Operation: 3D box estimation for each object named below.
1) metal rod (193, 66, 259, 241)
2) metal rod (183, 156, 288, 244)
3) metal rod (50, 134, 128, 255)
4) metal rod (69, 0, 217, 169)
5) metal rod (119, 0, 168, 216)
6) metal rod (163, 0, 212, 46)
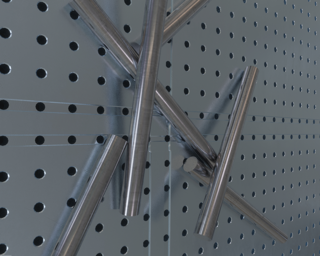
[{"bbox_3d":[0.108,0.020,0.470,0.025,0.025,0.300,44,55,-31],"label":"metal rod"},{"bbox_3d":[0.141,0.133,0.525,0.301,0.025,0.025,40,66,-33],"label":"metal rod"},{"bbox_3d":[-0.106,0.144,0.320,0.025,0.025,0.300,36,68,-34],"label":"metal rod"},{"bbox_3d":[-0.002,-0.044,0.406,0.300,0.025,0.025,49,61,-29],"label":"metal rod"},{"bbox_3d":[-0.017,-0.045,0.364,0.025,0.025,0.298,4,97,-40],"label":"metal rod"},{"bbox_3d":[0.072,-0.204,0.467,0.301,0.025,0.025,-49,119,-28],"label":"metal rod"}]
